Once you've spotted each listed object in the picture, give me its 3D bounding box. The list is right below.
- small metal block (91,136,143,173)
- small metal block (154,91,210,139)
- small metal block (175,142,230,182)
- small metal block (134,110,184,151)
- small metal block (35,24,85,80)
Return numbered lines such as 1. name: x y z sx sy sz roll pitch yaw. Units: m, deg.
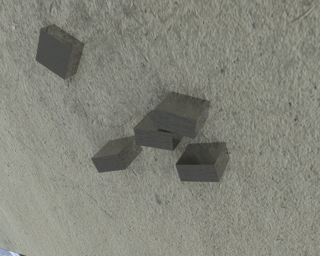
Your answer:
1. small metal block: -0.062 0.038 0.446 0.050 0.050 0.025 -11 113 33
2. small metal block: 0.027 -0.017 0.366 0.050 0.050 0.025 17 125 19
3. small metal block: 0.054 0.042 0.388 0.050 0.050 0.025 -5 116 30
4. small metal block: 0.002 0.002 0.390 0.050 0.050 0.025 8 122 24
5. small metal block: -0.135 -0.102 0.415 0.050 0.025 0.050 34 129 5
